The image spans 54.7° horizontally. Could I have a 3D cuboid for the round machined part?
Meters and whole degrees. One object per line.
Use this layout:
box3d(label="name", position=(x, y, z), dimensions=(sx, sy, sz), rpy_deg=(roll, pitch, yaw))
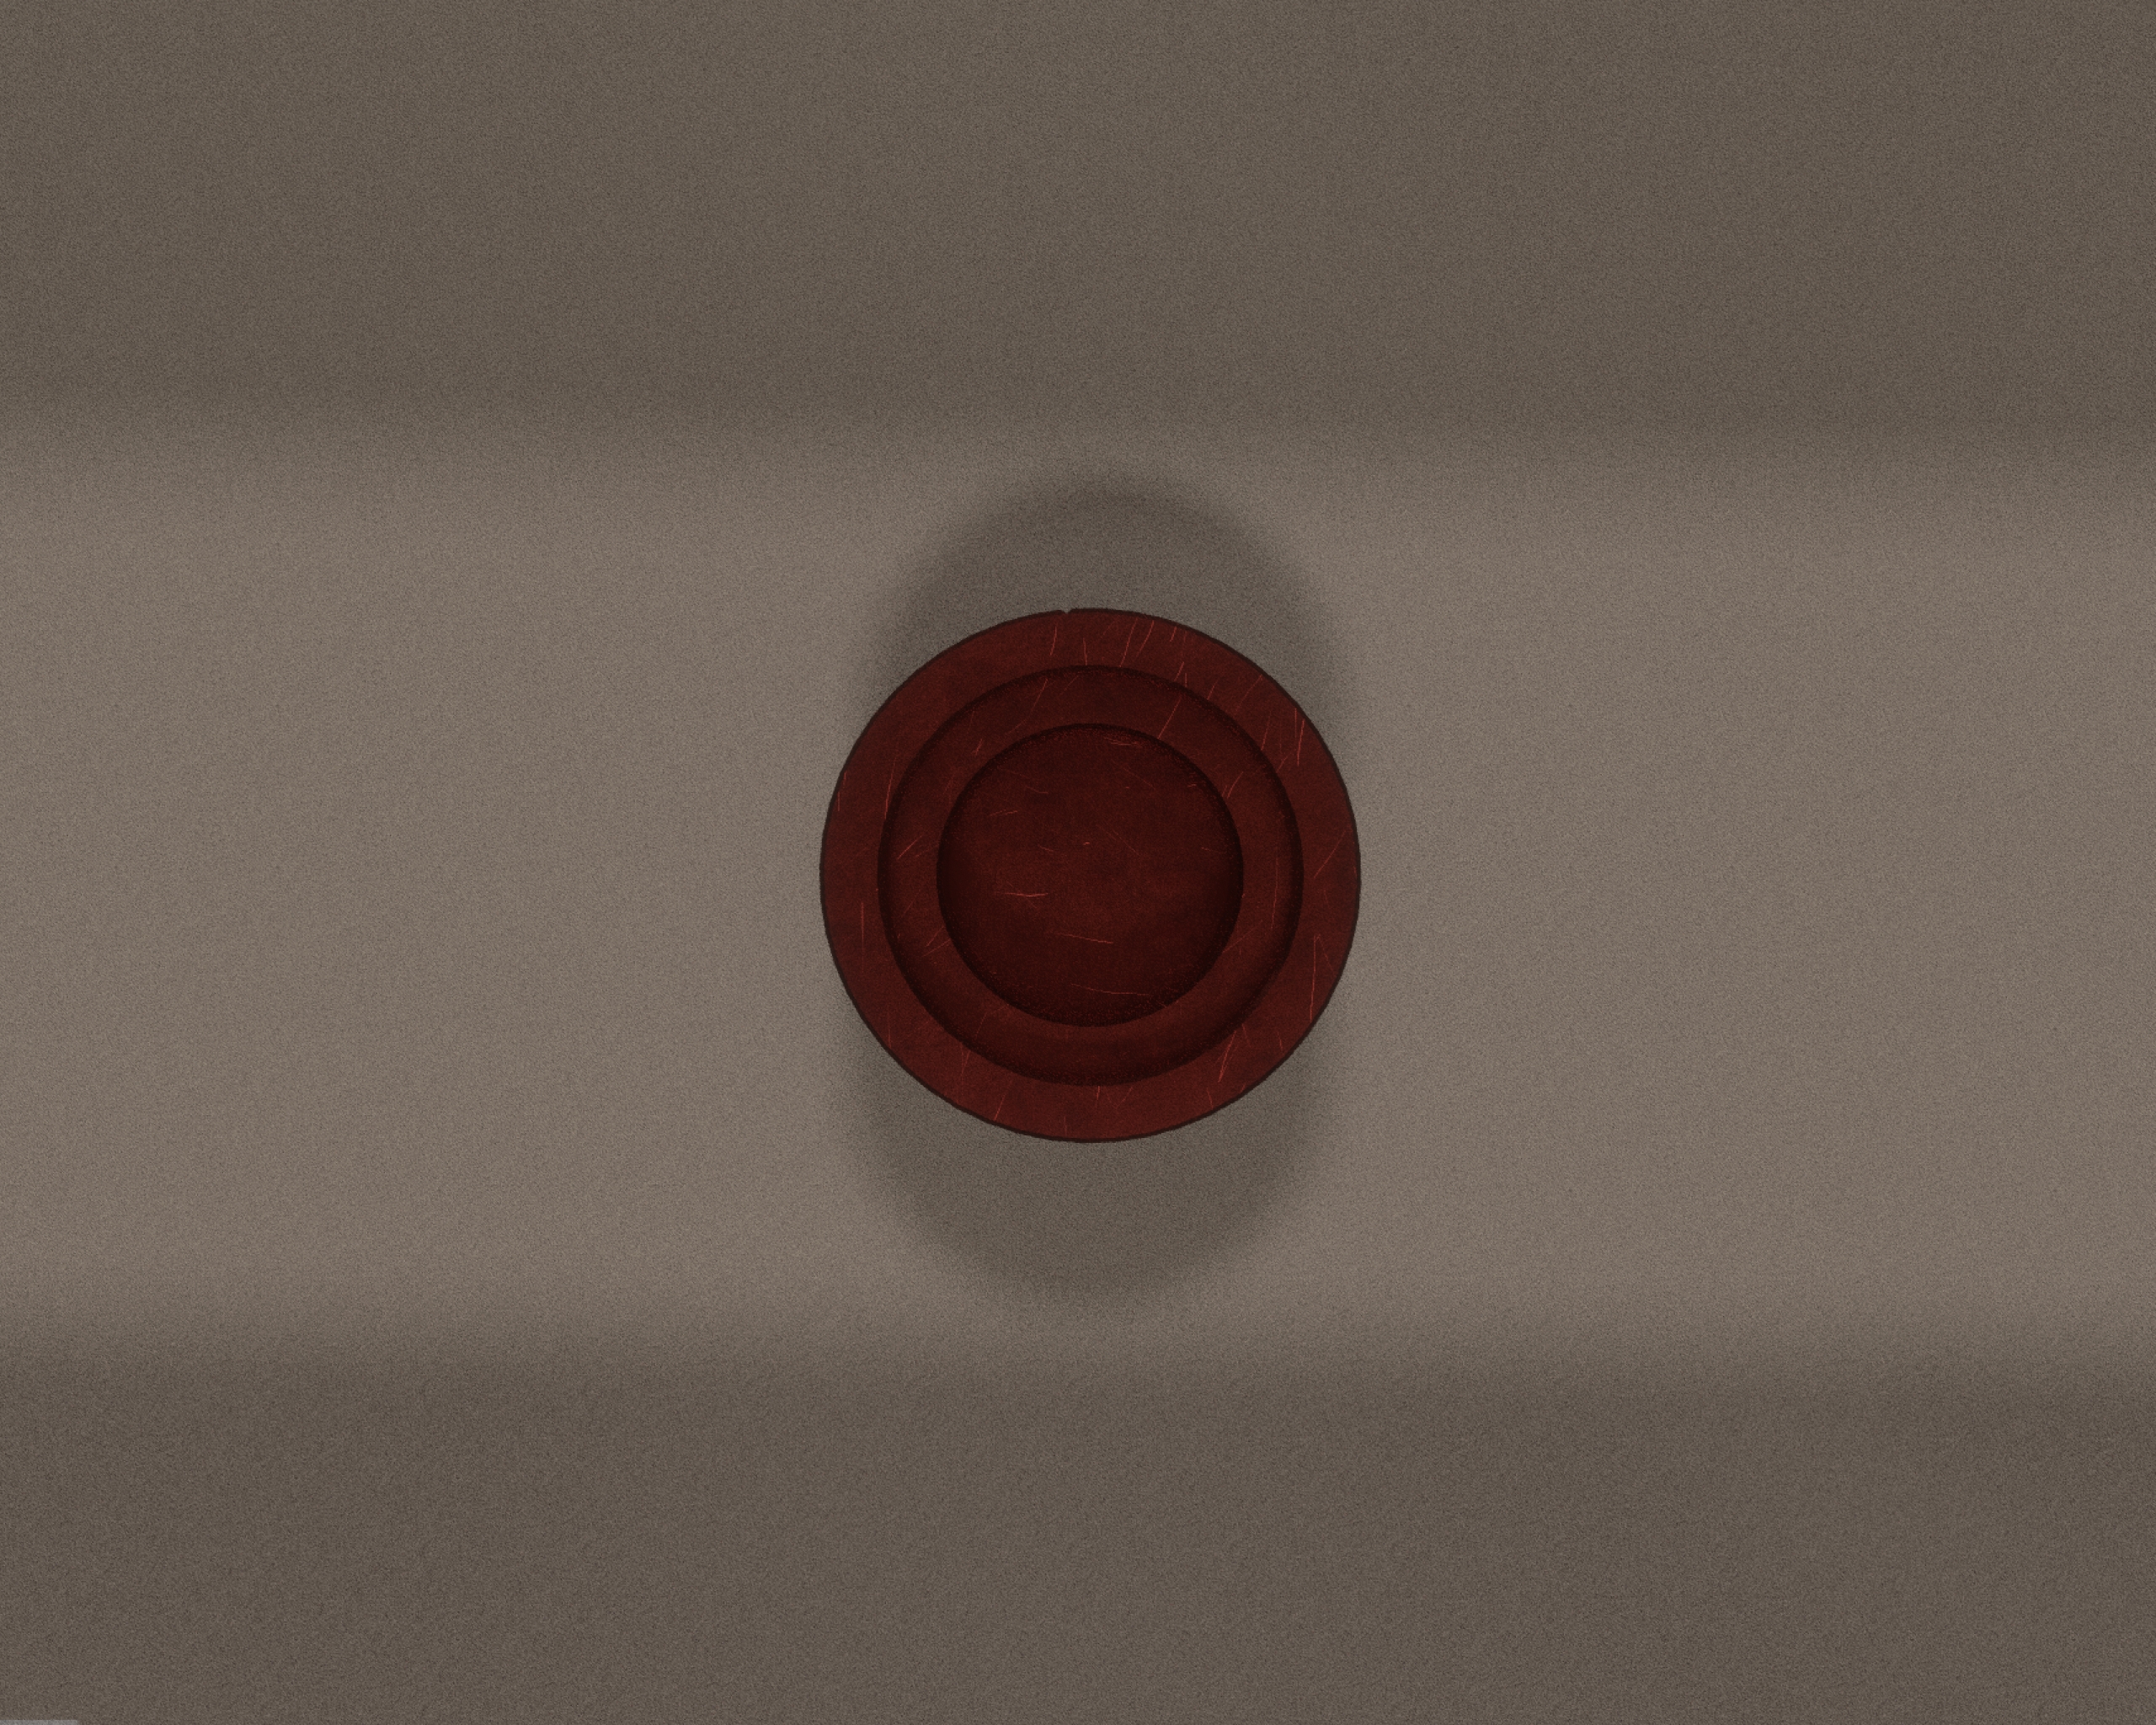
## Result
box3d(label="round machined part", position=(0.002, 0.002, 0.399), dimensions=(0.099, 0.042, 0.097), rpy_deg=(0, 90, -1))
